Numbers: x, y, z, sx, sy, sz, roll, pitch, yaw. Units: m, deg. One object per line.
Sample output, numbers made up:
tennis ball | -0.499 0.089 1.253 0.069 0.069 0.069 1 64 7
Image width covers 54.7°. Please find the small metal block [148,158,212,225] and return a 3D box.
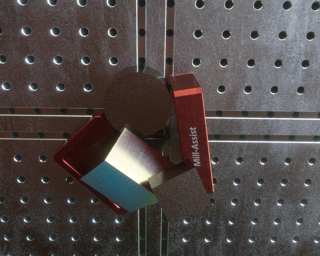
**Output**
small metal block | 0.022 0.069 0.339 0.050 0.025 0.050 -26 109 -3

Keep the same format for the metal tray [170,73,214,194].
metal tray | 0.038 0.006 0.381 0.030 0.090 0.129 -9 110 3

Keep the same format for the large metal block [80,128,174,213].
large metal block | -0.040 0.056 0.387 0.080 0.050 0.080 38 141 -14

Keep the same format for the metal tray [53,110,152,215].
metal tray | -0.066 0.050 0.427 0.090 0.030 0.130 -41 106 13

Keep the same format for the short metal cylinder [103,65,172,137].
short metal cylinder | -0.026 -0.035 0.387 0.081 0.050 0.079 0 110 -1
